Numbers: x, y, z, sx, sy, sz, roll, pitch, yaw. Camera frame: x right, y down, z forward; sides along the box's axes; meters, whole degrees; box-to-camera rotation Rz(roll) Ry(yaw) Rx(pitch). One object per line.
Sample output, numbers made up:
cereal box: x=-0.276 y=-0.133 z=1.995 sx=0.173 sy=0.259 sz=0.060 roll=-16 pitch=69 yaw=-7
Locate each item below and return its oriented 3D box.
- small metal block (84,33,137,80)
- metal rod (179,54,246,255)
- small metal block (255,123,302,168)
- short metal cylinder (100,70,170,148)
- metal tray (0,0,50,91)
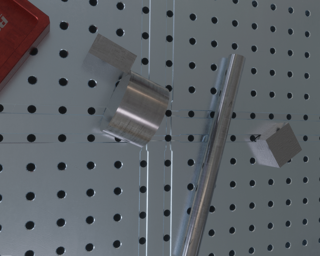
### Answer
small metal block: x=-0.062 y=-0.084 z=0.376 sx=0.050 sy=0.050 sz=0.025 roll=27 pitch=81 yaw=-18
metal rod: x=0.075 y=0.040 z=0.440 sx=0.025 sy=0.025 sz=0.299 roll=17 pitch=84 yaw=-19
small metal block: x=0.184 y=0.026 z=0.480 sx=0.050 sy=0.025 sz=0.050 roll=-33 pitch=101 yaw=-17
short metal cylinder: x=-0.031 y=-0.023 z=0.372 sx=0.050 sy=0.080 sz=0.080 roll=25 pitch=82 yaw=-19
metal tray: x=-0.196 y=-0.095 z=0.337 sx=0.090 sy=0.030 sz=0.130 roll=37 pitch=78 yaw=-16
